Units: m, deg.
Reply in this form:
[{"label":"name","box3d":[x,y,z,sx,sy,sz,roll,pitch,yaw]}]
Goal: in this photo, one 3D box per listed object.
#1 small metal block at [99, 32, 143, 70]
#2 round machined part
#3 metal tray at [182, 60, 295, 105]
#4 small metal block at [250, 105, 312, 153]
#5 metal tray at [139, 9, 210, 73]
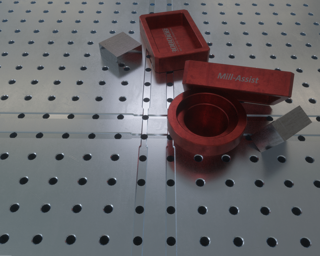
[{"label":"small metal block","box3d":[-0.065,-0.130,0.516,0.050,0.025,0.050,-34,58,-26]},{"label":"round machined part","box3d":[0.059,-0.004,0.400,0.099,0.042,0.098,0,50,0]},{"label":"metal tray","box3d":[0.098,-0.058,0.414,0.131,0.090,0.030,8,89,7]},{"label":"small metal block","box3d":[0.150,0.002,0.387,0.050,0.050,0.025,-29,80,-22]},{"label":"metal tray","box3d":[0.021,-0.153,0.532,0.091,0.030,0.130,-11,51,-9]}]
